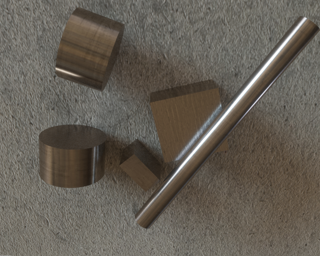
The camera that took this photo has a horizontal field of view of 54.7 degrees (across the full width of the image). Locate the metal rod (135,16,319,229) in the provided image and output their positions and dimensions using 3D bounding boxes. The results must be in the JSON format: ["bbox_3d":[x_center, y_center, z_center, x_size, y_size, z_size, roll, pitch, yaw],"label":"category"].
[{"bbox_3d":[0.066,0.006,0.359,0.025,0.025,0.299,34,106,-12],"label":"metal rod"}]

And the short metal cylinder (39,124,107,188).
[{"bbox_3d":[-0.110,0.033,0.391,0.081,0.080,0.050,6,110,-3],"label":"short metal cylinder"}]

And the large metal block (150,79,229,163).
[{"bbox_3d":[0.036,-0.010,0.393,0.080,0.050,0.080,-12,110,4],"label":"large metal block"}]

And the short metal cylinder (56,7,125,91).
[{"bbox_3d":[-0.077,-0.087,0.348,0.050,0.080,0.079,19,109,-7],"label":"short metal cylinder"}]

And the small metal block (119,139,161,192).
[{"bbox_3d":[-0.025,0.049,0.414,0.025,0.050,0.050,-39,106,13],"label":"small metal block"}]
